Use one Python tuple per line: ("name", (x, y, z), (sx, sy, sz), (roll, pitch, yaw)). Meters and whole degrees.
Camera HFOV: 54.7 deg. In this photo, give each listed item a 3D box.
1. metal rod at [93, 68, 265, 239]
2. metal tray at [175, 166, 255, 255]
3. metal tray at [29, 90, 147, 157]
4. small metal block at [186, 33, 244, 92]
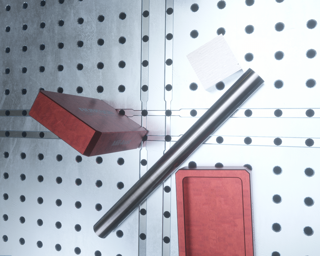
("metal rod", (0.016, 0.042, 0.406), (0.299, 0.025, 0.025), (-46, 76, 13))
("metal tray", (0.069, 0.114, 0.385), (0.090, 0.030, 0.129), (-3, 89, 19))
("metal tray", (-0.082, -0.006, 0.384), (0.090, 0.130, 0.030), (33, 101, 16))
("small metal block", (0.069, -0.080, 0.388), (0.050, 0.025, 0.050), (-30, 81, 17))
